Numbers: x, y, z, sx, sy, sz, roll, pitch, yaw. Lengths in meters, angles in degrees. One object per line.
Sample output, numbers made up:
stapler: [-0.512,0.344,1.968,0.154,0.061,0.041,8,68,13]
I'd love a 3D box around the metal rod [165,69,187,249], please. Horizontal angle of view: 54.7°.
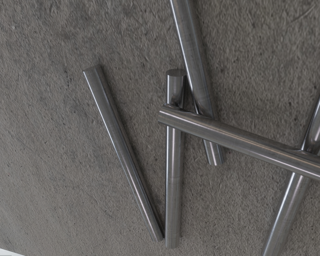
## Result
metal rod: [0.020,0.063,0.435,0.025,0.025,0.298,13,124,21]

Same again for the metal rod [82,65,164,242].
metal rod: [-0.046,0.052,0.463,0.025,0.025,0.298,-5,117,30]

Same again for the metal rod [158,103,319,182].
metal rod: [0.139,0.033,0.320,0.301,0.025,0.025,20,126,16]

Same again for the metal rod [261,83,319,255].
metal rod: [0.161,0.055,0.355,0.025,0.025,0.298,16,125,19]

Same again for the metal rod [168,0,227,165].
metal rod: [0.033,-0.090,0.333,0.025,0.025,0.298,-3,117,29]
